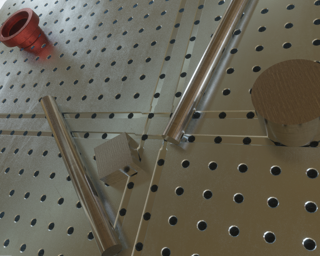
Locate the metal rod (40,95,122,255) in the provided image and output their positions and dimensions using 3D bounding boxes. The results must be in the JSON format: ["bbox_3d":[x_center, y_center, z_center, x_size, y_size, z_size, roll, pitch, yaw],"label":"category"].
[{"bbox_3d":[-0.125,0.047,0.445,0.025,0.025,0.300,-39,51,2],"label":"metal rod"}]

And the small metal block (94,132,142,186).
[{"bbox_3d":[-0.057,0.041,0.413,0.050,0.025,0.050,-28,52,10],"label":"small metal block"}]

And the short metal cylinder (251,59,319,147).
[{"bbox_3d":[0.144,-0.026,0.333,0.080,0.050,0.080,-13,56,21],"label":"short metal cylinder"}]

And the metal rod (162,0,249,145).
[{"bbox_3d":[0.079,-0.112,0.435,0.025,0.025,0.300,15,69,34],"label":"metal rod"}]

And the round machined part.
[{"bbox_3d":[-0.309,-0.218,0.694,0.098,0.042,0.098,-13,56,21],"label":"round machined part"}]
